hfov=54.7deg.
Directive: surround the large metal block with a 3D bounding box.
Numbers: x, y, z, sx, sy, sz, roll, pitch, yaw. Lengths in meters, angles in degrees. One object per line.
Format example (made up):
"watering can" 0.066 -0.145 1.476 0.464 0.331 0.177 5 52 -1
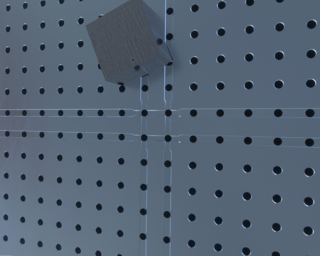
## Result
"large metal block" -0.040 -0.112 0.412 0.080 0.050 0.080 -23 83 18
